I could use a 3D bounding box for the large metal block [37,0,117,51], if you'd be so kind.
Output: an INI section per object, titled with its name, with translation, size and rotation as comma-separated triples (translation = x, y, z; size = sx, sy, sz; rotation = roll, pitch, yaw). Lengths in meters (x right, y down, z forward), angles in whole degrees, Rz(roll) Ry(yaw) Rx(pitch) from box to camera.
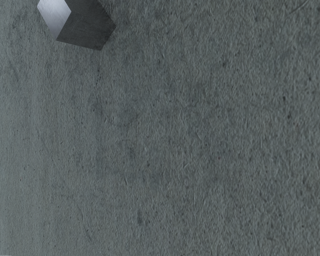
[large metal block]
translation = -0.127, -0.171, 0.474
size = 0.050, 0.081, 0.080
rotation = -48, 62, 29
